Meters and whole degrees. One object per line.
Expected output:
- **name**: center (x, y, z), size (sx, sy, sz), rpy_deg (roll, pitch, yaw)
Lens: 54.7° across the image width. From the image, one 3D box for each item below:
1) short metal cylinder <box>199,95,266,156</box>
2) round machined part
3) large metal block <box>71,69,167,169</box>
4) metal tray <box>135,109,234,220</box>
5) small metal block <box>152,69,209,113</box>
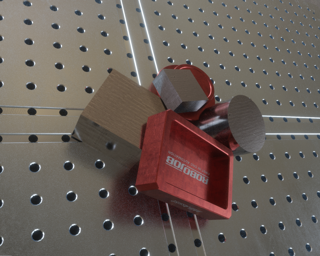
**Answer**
- **short metal cylinder**: center (0.102, -0.001, 0.433), size (0.081, 0.050, 0.080), rpy_deg (13, 68, -36)
- **round machined part**: center (0.039, -0.054, 0.451), size (0.099, 0.042, 0.098), rpy_deg (14, 56, -21)
- **large metal block**: center (-0.046, -0.011, 0.374), size (0.080, 0.050, 0.080), rpy_deg (31, 52, -8)
- **metal tray**: center (0.036, 0.047, 0.359), size (0.130, 0.030, 0.090), rpy_deg (31, 55, -37)
- **small metal block**: center (0.026, -0.047, 0.391), size (0.050, 0.025, 0.050), rpy_deg (-9, 63, -44)
